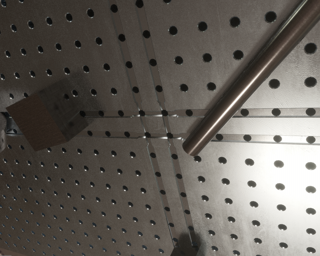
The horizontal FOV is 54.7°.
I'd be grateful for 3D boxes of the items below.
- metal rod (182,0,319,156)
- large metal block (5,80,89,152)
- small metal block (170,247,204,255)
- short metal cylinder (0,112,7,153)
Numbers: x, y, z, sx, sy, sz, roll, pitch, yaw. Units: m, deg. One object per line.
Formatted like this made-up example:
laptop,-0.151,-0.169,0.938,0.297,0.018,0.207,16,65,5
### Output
metal rod,0.107,-0.068,0.312,0.025,0.025,0.298,37,129,3
large metal block,-0.171,-0.017,0.472,0.080,0.050,0.080,-15,111,34
small metal block,0.040,0.227,0.513,0.050,0.050,0.025,-14,111,33
short metal cylinder,-0.313,0.008,0.542,0.080,0.080,0.050,28,128,10
